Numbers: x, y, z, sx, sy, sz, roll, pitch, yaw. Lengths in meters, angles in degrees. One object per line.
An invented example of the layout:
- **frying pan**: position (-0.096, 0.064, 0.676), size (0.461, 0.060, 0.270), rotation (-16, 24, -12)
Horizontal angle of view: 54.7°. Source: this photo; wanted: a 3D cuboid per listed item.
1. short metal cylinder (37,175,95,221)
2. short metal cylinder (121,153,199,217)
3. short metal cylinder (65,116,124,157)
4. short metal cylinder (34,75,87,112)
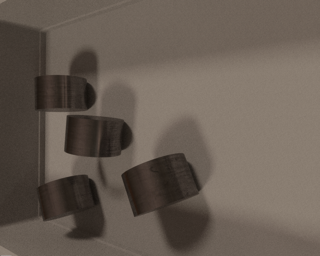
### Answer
- **short metal cylinder**: position (-0.148, 0.111, 0.490), size (0.080, 0.081, 0.050), rotation (-29, 72, 36)
- **short metal cylinder**: position (0.000, 0.068, 0.369), size (0.080, 0.081, 0.050), rotation (-31, 71, 35)
- **short metal cylinder**: position (-0.094, 0.010, 0.446), size (0.080, 0.081, 0.050), rotation (9, 96, 39)
- **short metal cylinder**: position (-0.159, -0.053, 0.499), size (0.080, 0.081, 0.050), rotation (-2, 89, 39)
